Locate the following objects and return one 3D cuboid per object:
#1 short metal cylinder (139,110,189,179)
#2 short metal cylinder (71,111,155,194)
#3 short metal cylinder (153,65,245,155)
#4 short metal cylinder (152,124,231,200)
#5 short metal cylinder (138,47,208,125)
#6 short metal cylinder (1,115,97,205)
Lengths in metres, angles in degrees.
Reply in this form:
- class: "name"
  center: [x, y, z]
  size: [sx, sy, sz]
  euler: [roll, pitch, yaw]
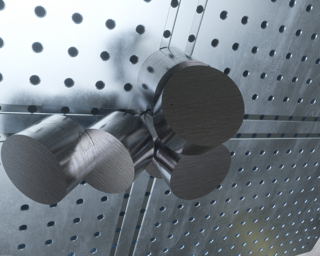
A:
- class: "short metal cylinder"
  center: [0.006, 0.020, 0.409]
  size: [0.081, 0.050, 0.079]
  euler: [-14, 124, -21]
- class: "short metal cylinder"
  center: [-0.053, 0.027, 0.354]
  size: [0.050, 0.080, 0.079]
  euler: [-45, 148, -56]
- class: "short metal cylinder"
  center: [0.037, -0.016, 0.312]
  size: [0.081, 0.080, 0.050]
  euler: [-22, 170, -16]
- class: "short metal cylinder"
  center: [0.037, 0.039, 0.372]
  size: [0.081, 0.050, 0.079]
  euler: [-14, 124, -21]
- class: "short metal cylinder"
  center: [0.020, -0.051, 0.374]
  size: [0.081, 0.050, 0.079]
  euler: [-14, 124, -21]
- class: "short metal cylinder"
  center: [-0.115, 0.032, 0.324]
  size: [0.050, 0.080, 0.079]
  euler: [-47, 149, -56]
